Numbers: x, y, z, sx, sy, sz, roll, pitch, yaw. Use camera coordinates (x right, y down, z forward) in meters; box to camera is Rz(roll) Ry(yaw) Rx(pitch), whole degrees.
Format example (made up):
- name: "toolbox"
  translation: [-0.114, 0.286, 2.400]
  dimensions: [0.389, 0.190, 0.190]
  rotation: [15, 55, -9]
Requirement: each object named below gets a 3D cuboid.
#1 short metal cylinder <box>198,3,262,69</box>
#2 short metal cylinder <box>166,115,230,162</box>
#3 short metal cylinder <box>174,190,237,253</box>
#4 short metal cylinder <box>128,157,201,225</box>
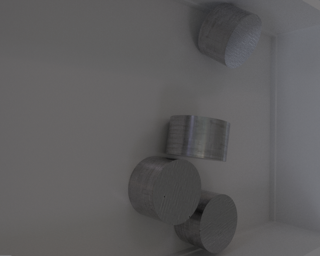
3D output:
- name: "short metal cylinder"
  translation: [0.102, -0.134, 0.453]
  dimensions: [0.081, 0.050, 0.080]
  rotation: [-31, 142, -28]
- name: "short metal cylinder"
  translation: [0.050, 0.015, 0.413]
  dimensions: [0.081, 0.080, 0.050]
  rotation: [13, 82, -39]
- name: "short metal cylinder"
  translation: [0.066, 0.131, 0.446]
  dimensions: [0.081, 0.050, 0.080]
  rotation: [0, 90, -40]
- name: "short metal cylinder"
  translation: [0.007, 0.078, 0.396]
  dimensions: [0.081, 0.050, 0.080]
  rotation: [0, 90, -40]
